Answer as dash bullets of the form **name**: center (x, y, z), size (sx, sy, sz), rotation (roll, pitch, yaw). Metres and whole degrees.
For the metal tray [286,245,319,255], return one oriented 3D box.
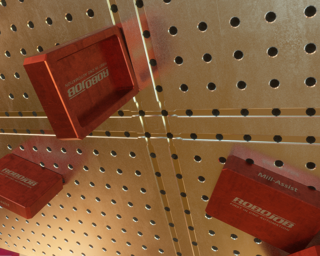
- **metal tray**: center (0.186, 0.200, 0.409), size (0.090, 0.030, 0.129), rotation (26, 133, -22)

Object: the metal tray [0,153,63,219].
- **metal tray**: center (-0.257, 0.102, 0.564), size (0.130, 0.090, 0.030), rotation (19, 126, 16)

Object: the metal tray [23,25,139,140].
- **metal tray**: center (-0.078, -0.055, 0.349), size (0.030, 0.131, 0.089), rotation (-3, 117, 29)

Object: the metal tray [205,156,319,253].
- **metal tray**: center (0.133, 0.100, 0.399), size (0.130, 0.030, 0.089), rotation (23, 127, 13)
